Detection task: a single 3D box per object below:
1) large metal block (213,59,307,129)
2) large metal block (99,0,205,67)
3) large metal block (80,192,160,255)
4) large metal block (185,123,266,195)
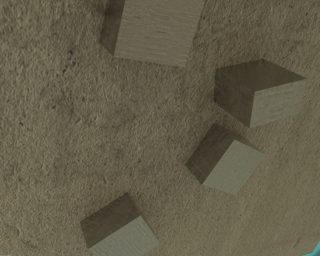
[{"bbox_3d":[0.129,-0.049,0.411,0.081,0.080,0.050,-15,125,-20],"label":"large metal block"},{"bbox_3d":[-0.009,-0.113,0.316,0.081,0.050,0.079,2,118,-30],"label":"large metal block"},{"bbox_3d":[-0.057,0.155,0.455,0.080,0.050,0.080,-31,129,-8],"label":"large metal block"},{"bbox_3d":[0.100,0.049,0.475,0.080,0.050,0.080,23,106,-37],"label":"large metal block"}]
